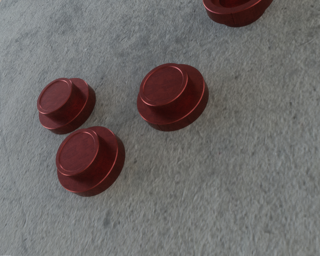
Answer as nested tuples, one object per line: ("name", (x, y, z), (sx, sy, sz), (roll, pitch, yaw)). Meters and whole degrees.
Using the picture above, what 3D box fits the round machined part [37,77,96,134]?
("round machined part", (-0.157, -0.042, 0.499), (0.098, 0.042, 0.098), (-13, 56, 20))

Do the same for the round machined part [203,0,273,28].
("round machined part", (0.115, -0.185, 0.445), (0.098, 0.042, 0.098), (-13, 56, 20))

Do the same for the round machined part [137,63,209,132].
("round machined part", (0.012, -0.048, 0.415), (0.098, 0.042, 0.098), (-13, 56, 20))

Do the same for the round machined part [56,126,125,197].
("round machined part", (-0.100, 0.039, 0.420), (0.098, 0.042, 0.098), (-13, 56, 20))
